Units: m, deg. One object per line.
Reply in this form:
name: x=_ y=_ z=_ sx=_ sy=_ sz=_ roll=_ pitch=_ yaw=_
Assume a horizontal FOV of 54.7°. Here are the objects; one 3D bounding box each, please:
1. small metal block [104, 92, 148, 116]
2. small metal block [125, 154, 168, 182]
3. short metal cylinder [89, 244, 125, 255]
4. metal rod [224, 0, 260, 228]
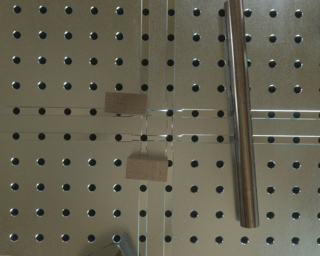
small metal block: x=-0.042 y=-0.030 z=0.400 sx=0.050 sy=0.050 sz=0.025 roll=3 pitch=90 yaw=0
small metal block: x=-0.016 y=0.051 z=0.401 sx=0.050 sy=0.050 sz=0.025 roll=5 pitch=90 yaw=0
short metal cylinder: x=-0.074 y=0.191 z=0.385 sx=0.080 sy=0.080 sz=0.050 roll=-28 pitch=90 yaw=0
metal rod: x=0.109 y=-0.019 z=0.413 sx=0.025 sy=0.025 sz=0.298 roll=-4 pitch=90 yaw=0
